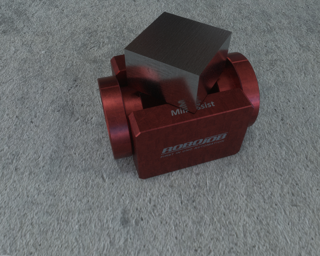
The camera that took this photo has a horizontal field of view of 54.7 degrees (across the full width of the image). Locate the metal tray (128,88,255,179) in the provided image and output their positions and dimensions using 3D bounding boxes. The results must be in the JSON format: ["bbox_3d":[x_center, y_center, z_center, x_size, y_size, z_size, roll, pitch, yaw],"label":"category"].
[{"bbox_3d":[0.034,0.008,0.354,0.131,0.089,0.030,-14,52,-12],"label":"metal tray"}]

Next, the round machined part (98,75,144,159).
[{"bbox_3d":[-0.043,-0.015,0.368,0.042,0.097,0.098,-12,51,-10],"label":"round machined part"}]

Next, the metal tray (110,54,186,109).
[{"bbox_3d":[0.005,-0.063,0.417,0.131,0.089,0.030,-14,52,-12],"label":"metal tray"}]

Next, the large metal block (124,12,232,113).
[{"bbox_3d":[0.020,-0.072,0.330,0.080,0.050,0.080,24,54,18],"label":"large metal block"}]

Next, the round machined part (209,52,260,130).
[{"bbox_3d":[0.083,-0.045,0.395,0.042,0.097,0.098,-12,51,-10],"label":"round machined part"}]
